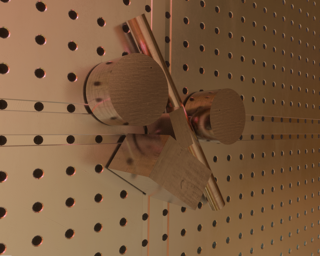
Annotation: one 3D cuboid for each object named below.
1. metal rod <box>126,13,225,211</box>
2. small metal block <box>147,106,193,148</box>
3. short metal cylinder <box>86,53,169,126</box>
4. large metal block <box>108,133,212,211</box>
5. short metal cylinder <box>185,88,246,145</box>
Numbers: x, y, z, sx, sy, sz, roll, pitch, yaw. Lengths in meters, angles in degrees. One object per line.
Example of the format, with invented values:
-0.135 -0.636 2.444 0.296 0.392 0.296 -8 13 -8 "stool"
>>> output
0.029 -0.008 0.429 0.025 0.025 0.299 -39 114 -33 "metal rod"
0.010 0.001 0.396 0.025 0.050 0.050 -27 107 -37 "small metal block"
-0.037 -0.042 0.357 0.081 0.050 0.079 0 90 -40 "short metal cylinder"
0.000 0.050 0.368 0.080 0.080 0.050 41 66 -32 "large metal block"
0.081 -0.016 0.456 0.081 0.050 0.079 0 90 -40 "short metal cylinder"
